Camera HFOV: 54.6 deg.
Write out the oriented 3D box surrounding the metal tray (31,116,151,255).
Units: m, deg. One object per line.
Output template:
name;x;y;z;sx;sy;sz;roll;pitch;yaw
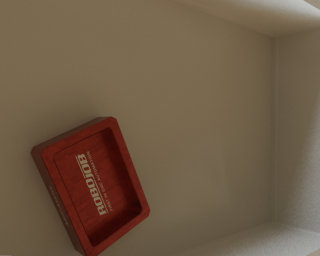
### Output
metal tray;-0.071;0.062;0.343;0.091;0.030;0.129;-30;109;-36
